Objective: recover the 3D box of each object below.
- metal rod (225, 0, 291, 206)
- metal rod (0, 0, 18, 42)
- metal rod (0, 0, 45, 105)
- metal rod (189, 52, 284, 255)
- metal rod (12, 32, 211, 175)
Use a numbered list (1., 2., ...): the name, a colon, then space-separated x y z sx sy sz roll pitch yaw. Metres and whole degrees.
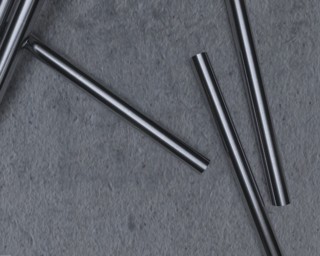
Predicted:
1. metal rod: 0.128 -0.046 0.411 0.025 0.025 0.298 -13 90 0
2. metal rod: -0.252 -0.039 0.406 0.025 0.025 0.299 22 90 -1
3. metal rod: -0.199 -0.068 0.388 0.025 0.025 0.299 27 97 -1
4. metal rod: 0.104 0.044 0.411 0.025 0.025 0.299 -21 90 0
5. metal rod: -0.063 -0.036 0.409 0.301 0.025 0.025 35 90 -1
